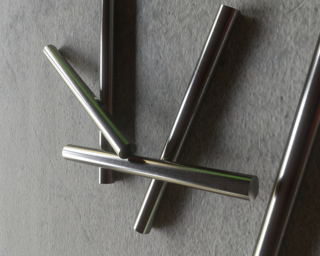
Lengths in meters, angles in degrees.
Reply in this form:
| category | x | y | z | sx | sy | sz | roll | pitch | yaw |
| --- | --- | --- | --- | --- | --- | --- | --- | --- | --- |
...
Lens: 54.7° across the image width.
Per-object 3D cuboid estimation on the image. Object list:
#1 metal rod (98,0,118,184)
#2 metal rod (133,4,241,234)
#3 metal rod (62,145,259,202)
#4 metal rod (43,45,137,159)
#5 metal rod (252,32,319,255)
| category | x | y | z | sx | sy | sz | roll | pitch | yaw |
| --- | --- | --- | --- | --- | --- | --- | --- | --- | --- |
| metal rod | -0.078 | -0.067 | 0.466 | 0.025 | 0.025 | 0.298 | 1 | 91 | 39 |
| metal rod | 0.026 | 0.003 | 0.381 | 0.025 | 0.025 | 0.298 | 33 | 110 | 35 |
| metal rod | -0.026 | 0.048 | 0.390 | 0.300 | 0.025 | 0.025 | 5 | 93 | 39 |
| metal rod | -0.120 | -0.056 | 0.475 | 0.300 | 0.025 | 0.025 | 46 | 118 | 38 |
| metal rod | 0.130 | 0.030 | 0.296 | 0.025 | 0.025 | 0.298 | 21 | 103 | 38 |
